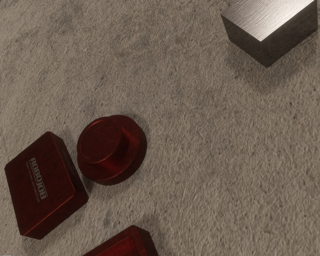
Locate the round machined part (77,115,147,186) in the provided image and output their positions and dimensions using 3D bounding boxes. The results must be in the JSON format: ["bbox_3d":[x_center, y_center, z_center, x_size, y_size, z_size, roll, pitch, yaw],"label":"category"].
[{"bbox_3d":[-0.071,0.024,0.414,0.098,0.042,0.098,-13,56,20],"label":"round machined part"}]

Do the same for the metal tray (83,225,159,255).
[{"bbox_3d":[-0.057,0.174,0.322,0.130,0.030,0.090,-33,52,6],"label":"metal tray"}]

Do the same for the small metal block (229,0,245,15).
[{"bbox_3d":[0.128,-0.196,0.457,0.050,0.025,0.050,-15,56,19],"label":"small metal block"}]

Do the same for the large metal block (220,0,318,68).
[{"bbox_3d":[0.139,-0.137,0.399,0.080,0.050,0.080,-38,51,2],"label":"large metal block"}]

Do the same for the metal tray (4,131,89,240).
[{"bbox_3d":[-0.164,0.077,0.438,0.090,0.030,0.130,-39,51,1],"label":"metal tray"}]
